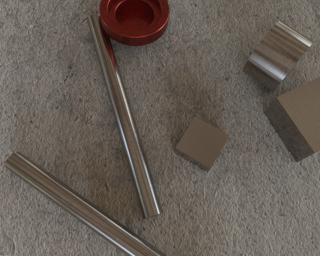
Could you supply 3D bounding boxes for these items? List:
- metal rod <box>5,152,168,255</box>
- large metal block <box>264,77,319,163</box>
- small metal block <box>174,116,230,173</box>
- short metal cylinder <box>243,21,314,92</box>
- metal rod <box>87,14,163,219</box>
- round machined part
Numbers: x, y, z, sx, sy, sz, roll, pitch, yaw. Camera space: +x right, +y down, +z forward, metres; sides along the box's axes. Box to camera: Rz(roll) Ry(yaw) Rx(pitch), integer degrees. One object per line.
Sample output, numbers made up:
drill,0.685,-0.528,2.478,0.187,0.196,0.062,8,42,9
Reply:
metal rod,-0.060,0.118,0.364,0.301,0.025,0.025,32,73,10
large metal block,0.198,-0.013,0.402,0.080,0.050,0.080,-25,72,-9
small metal block,0.054,0.021,0.401,0.050,0.025,0.050,30,72,10
short metal cylinder,0.157,-0.095,0.416,0.050,0.080,0.080,39,74,12
metal rod,-0.053,-0.029,0.417,0.025,0.025,0.299,-16,71,-6
round machined part,-0.037,-0.161,0.455,0.099,0.042,0.098,2,69,-4
